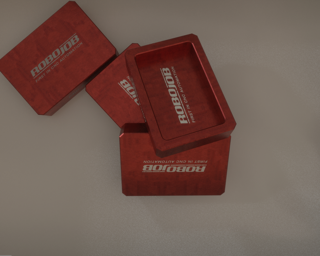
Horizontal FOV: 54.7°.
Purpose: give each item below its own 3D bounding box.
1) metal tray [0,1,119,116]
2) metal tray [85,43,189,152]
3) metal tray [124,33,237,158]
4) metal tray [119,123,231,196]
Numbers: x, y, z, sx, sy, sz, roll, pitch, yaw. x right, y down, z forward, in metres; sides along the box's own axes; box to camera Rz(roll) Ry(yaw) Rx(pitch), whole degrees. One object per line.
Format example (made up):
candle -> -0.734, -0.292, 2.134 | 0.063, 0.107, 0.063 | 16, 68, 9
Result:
metal tray -> -0.132, -0.089, 0.408 | 0.130, 0.030, 0.090 | -41, 90, 0
metal tray -> -0.021, -0.034, 0.409 | 0.090, 0.030, 0.130 | -43, 90, 0
metal tray -> 0.020, -0.040, 0.359 | 0.091, 0.030, 0.130 | -17, 70, -8
metal tray -> 0.017, 0.040, 0.390 | 0.131, 0.030, 0.089 | 0, 115, -2
